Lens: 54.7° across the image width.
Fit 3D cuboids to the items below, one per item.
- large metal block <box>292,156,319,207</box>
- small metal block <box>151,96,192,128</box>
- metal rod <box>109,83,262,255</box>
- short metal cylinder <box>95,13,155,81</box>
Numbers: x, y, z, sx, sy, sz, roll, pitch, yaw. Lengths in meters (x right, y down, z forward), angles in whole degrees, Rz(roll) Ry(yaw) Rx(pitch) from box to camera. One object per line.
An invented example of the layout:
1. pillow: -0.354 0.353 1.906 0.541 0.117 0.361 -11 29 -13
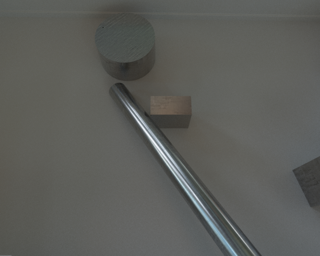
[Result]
1. large metal block: 0.219 0.052 0.364 0.081 0.080 0.050 -17 71 -7
2. small metal block: 0.013 -0.020 0.404 0.050 0.050 0.025 0 70 -1
3. metal rod: 0.013 0.037 0.333 0.025 0.025 0.300 -30 49 -11
4. short metal cylinder: -0.047 -0.114 0.437 0.081 0.050 0.080 0 70 0
